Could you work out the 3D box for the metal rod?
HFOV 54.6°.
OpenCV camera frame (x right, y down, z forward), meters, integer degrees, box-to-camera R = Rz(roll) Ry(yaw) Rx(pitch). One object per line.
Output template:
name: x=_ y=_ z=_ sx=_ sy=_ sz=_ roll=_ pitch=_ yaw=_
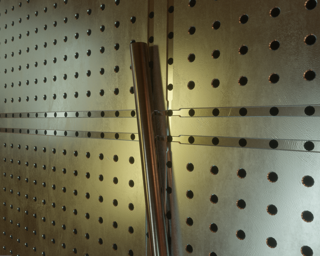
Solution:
metal rod: x=-0.015 y=0.032 z=0.422 sx=0.025 sy=0.025 sz=0.299 roll=-10 pitch=83 yaw=39
